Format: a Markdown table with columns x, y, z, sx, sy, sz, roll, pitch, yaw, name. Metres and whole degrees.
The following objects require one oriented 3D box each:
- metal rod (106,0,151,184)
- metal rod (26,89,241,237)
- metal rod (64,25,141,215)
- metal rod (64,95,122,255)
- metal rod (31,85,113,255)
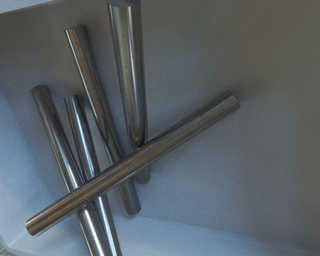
| x | y | z | sx | sy | sz | roll | pitch | yaw | name |
| --- | --- | --- | --- | --- | --- | --- | --- | --- | --- |
| -0.027 | -0.010 | 0.348 | 0.025 | 0.025 | 0.299 | 22 | 148 | 15 | metal rod |
| -0.040 | 0.048 | 0.373 | 0.300 | 0.025 | 0.025 | -33 | 101 | 10 | metal rod |
| -0.076 | 0.005 | 0.451 | 0.025 | 0.025 | 0.298 | 1 | 119 | 28 | metal rod |
| -0.086 | 0.098 | 0.432 | 0.025 | 0.025 | 0.299 | -21 | 81 | 36 | metal rod |
| -0.120 | 0.068 | 0.425 | 0.025 | 0.025 | 0.299 | -42 | 66 | 39 | metal rod |
